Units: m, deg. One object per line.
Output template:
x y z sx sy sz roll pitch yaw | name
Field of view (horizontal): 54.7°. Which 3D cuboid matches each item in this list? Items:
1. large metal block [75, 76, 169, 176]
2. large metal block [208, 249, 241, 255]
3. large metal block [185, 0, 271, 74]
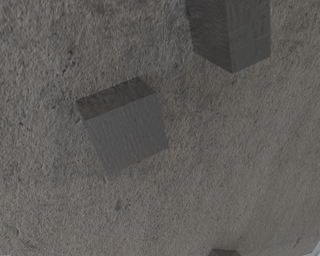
-0.043 -0.003 0.365 0.081 0.050 0.080 -24 127 -14 | large metal block
0.143 0.299 0.635 0.080 0.080 0.050 21 107 -36 | large metal block
0.073 -0.117 0.338 0.050 0.080 0.080 -26 128 -12 | large metal block
